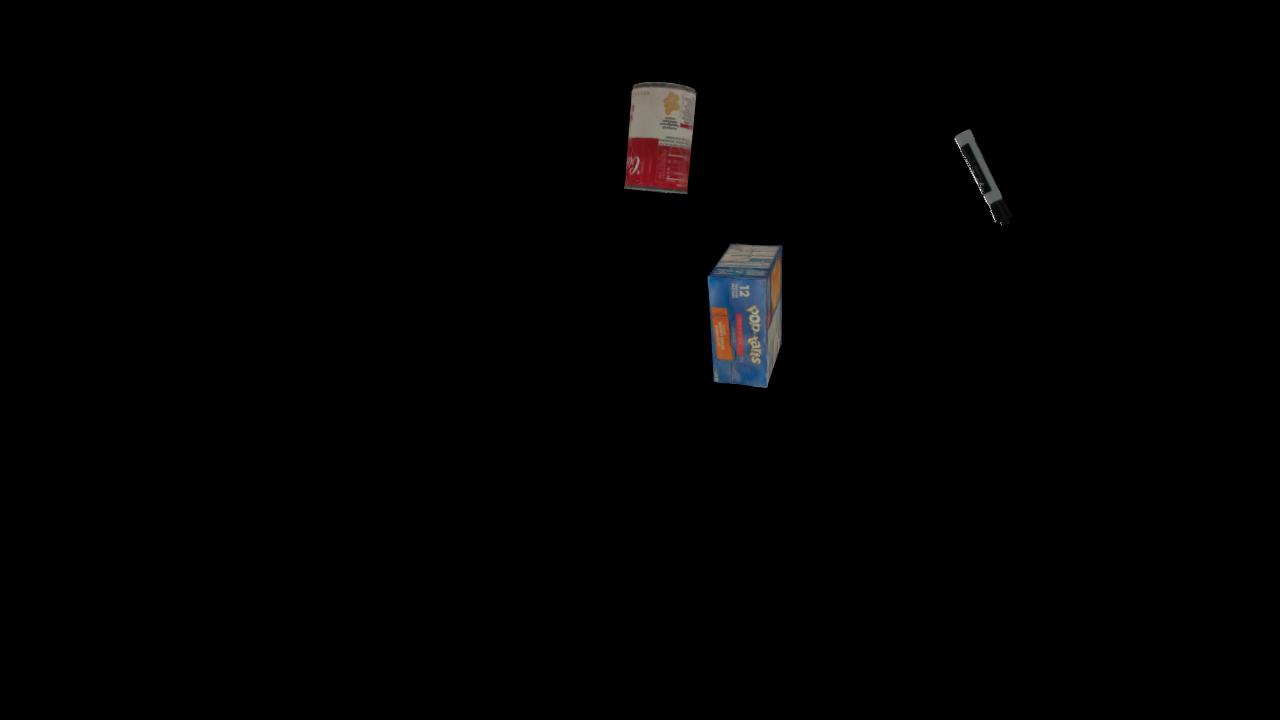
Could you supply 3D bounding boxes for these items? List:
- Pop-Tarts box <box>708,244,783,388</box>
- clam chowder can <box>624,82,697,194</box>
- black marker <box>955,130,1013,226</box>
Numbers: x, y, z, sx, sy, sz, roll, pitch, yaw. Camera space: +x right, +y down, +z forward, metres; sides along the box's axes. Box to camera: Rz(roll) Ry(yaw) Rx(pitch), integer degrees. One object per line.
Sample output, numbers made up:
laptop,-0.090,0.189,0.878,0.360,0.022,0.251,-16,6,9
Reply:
Pop-Tarts box,0.157,-0.068,0.899,0.083,0.167,0.141,4,30,20
clam chowder can,0.021,-0.226,0.635,0.068,0.102,0.068,5,15,-1
black marker,0.407,-0.215,0.728,0.020,0.121,0.020,-20,-8,-3
